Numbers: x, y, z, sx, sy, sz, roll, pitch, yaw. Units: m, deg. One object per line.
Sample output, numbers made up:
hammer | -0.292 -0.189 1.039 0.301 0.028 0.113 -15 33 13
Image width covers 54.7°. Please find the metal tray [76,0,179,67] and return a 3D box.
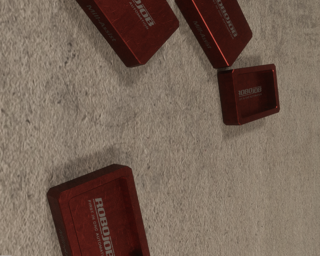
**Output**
metal tray | -0.041 -0.150 0.368 0.130 0.030 0.090 52 60 -28

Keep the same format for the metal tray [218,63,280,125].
metal tray | 0.157 -0.060 0.536 0.131 0.030 0.089 -15 100 -39

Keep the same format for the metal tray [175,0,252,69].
metal tray | 0.087 -0.169 0.477 0.090 0.030 0.130 -53 121 -27

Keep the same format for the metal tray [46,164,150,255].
metal tray | -0.064 0.116 0.349 0.091 0.030 0.129 -19 102 -39
